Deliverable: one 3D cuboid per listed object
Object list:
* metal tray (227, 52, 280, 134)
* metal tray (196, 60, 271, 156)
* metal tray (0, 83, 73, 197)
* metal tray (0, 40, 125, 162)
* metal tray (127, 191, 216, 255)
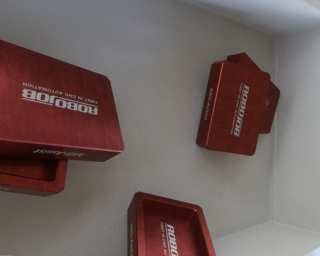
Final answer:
[{"bbox_3d":[0.154,-0.056,0.532,0.130,0.030,0.090,33,70,-35],"label":"metal tray"},{"bbox_3d":[0.112,-0.028,0.469,0.091,0.030,0.129,10,93,-24],"label":"metal tray"},{"bbox_3d":[-0.144,0.005,0.266,0.131,0.030,0.090,20,61,-38],"label":"metal tray"},{"bbox_3d":[-0.097,-0.019,0.283,0.131,0.030,0.090,12,56,-50],"label":"metal tray"},{"bbox_3d":[0.012,0.131,0.337,0.091,0.130,0.030,17,116,-15],"label":"metal tray"}]
